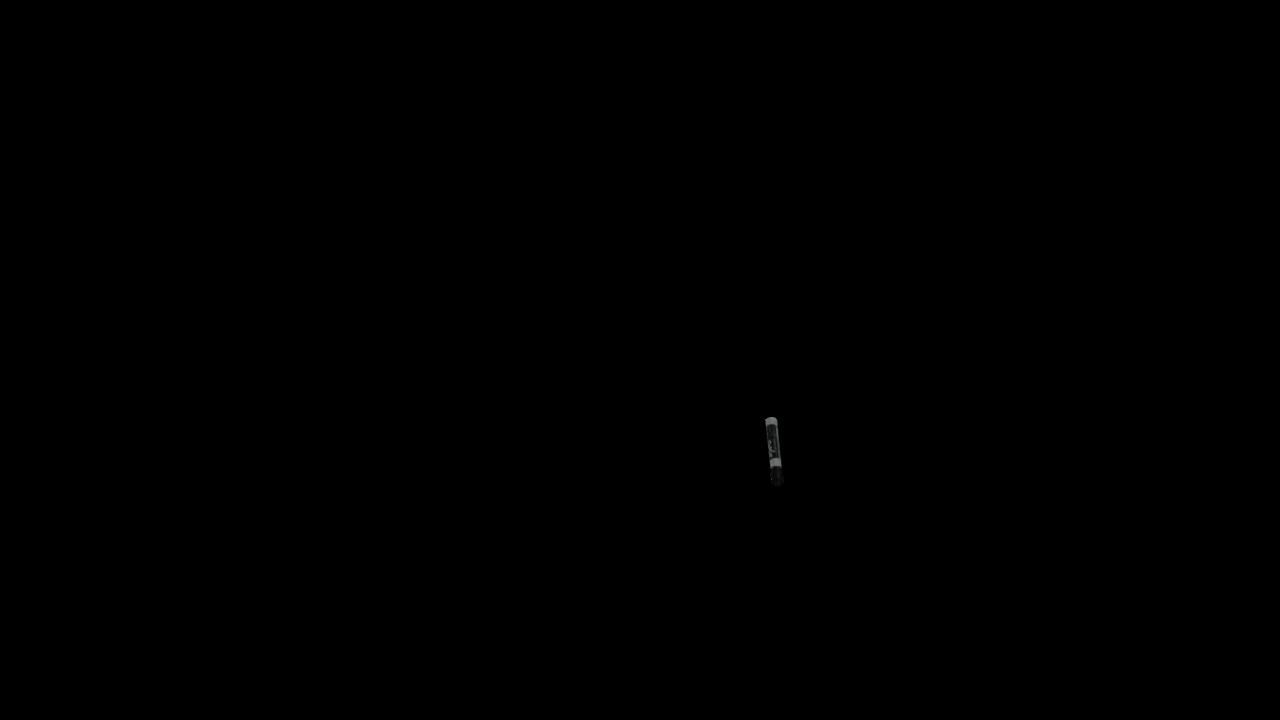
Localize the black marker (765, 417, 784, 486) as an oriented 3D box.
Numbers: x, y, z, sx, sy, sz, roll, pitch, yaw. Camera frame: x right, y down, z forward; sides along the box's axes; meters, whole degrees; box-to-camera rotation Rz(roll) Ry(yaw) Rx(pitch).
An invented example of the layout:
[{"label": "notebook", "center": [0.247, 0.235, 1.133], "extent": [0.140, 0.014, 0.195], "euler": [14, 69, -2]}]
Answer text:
[{"label": "black marker", "center": [0.206, 0.140, 0.942], "extent": [0.020, 0.121, 0.020], "euler": [3, -44, 3]}]
